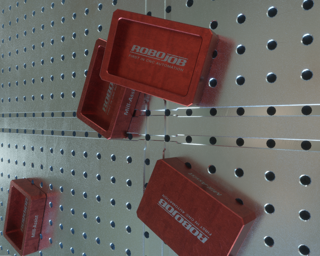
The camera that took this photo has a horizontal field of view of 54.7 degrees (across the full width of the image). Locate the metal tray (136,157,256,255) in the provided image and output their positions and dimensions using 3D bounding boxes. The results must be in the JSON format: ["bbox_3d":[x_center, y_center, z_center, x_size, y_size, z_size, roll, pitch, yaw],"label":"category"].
[{"bbox_3d":[0.036,0.105,0.375,0.130,0.030,0.089,33,110,34],"label":"metal tray"}]

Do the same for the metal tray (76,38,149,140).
[{"bbox_3d":[-0.074,-0.058,0.464,0.090,0.030,0.129,30,109,35],"label":"metal tray"}]

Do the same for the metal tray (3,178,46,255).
[{"bbox_3d":[-0.277,0.179,0.630,0.090,0.030,0.129,21,103,37],"label":"metal tray"}]

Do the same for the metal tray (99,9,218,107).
[{"bbox_3d":[-0.005,-0.087,0.383,0.130,0.030,0.089,19,103,19],"label":"metal tray"}]
